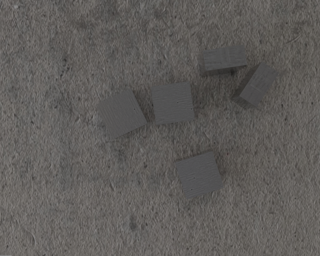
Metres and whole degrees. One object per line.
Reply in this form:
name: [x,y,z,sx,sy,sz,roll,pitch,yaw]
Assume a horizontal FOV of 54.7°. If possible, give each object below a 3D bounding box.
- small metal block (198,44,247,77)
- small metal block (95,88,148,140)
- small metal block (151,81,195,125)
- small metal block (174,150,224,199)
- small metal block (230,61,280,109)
small metal block: [0.078,-0.085,0.398,0.050,0.050,0.025,-9,90,0]
small metal block: [-0.049,-0.018,0.409,0.050,0.025,0.050,-25,90,0]
small metal block: [0.016,-0.032,0.410,0.050,0.025,0.050,-8,90,0]
small metal block: [0.051,0.061,0.410,0.050,0.025,0.050,-18,90,0]
small metal block: [0.120,-0.053,0.398,0.025,0.050,0.050,33,90,0]
